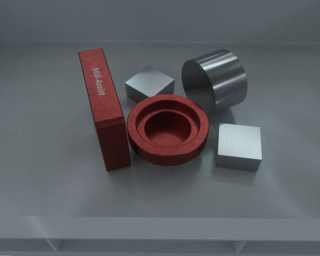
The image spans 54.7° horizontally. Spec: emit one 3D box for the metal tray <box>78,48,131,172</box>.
[{"bbox_3d":[-0.068,-0.024,0.380,0.030,0.089,0.130,-13,51,-11],"label":"metal tray"}]

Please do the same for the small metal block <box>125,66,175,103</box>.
[{"bbox_3d":[-0.014,-0.059,0.452,0.050,0.025,0.050,32,57,25],"label":"small metal block"}]

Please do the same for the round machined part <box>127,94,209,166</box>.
[{"bbox_3d":[0.009,0.007,0.385,0.099,0.042,0.098,0,50,0],"label":"round machined part"}]

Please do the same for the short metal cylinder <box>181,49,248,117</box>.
[{"bbox_3d":[0.072,-0.061,0.419,0.050,0.080,0.080,-23,54,-18],"label":"short metal cylinder"}]

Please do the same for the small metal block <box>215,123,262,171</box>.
[{"bbox_3d":[0.097,0.023,0.385,0.050,0.025,0.050,6,50,7],"label":"small metal block"}]
